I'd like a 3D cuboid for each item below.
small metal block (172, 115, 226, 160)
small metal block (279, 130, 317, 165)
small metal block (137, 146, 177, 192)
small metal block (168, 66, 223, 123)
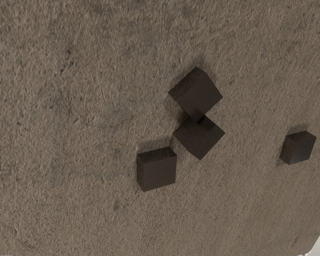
[{"bbox_3d":[0.053,0.008,0.426,0.050,0.050,0.025,-48,129,6],"label":"small metal block"},{"bbox_3d":[0.254,0.036,0.572,0.050,0.025,0.050,-11,123,-23],"label":"small metal block"},{"bbox_3d":[-0.005,0.058,0.442,0.050,0.025,0.050,-12,124,-22],"label":"small metal block"},{"bbox_3d":[0.047,-0.043,0.408,0.050,0.025,0.050,-44,130,2],"label":"small metal block"}]
